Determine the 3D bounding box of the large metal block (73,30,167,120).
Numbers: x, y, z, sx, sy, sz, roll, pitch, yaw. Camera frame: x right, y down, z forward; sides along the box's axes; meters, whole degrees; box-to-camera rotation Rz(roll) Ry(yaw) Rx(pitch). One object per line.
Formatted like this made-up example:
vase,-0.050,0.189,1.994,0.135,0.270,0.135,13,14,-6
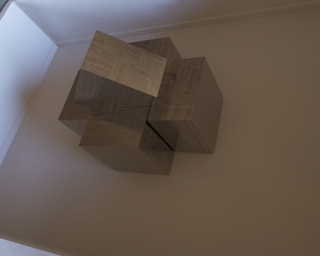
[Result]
large metal block,-0.048,-0.053,0.354,0.080,0.080,0.050,20,65,-13

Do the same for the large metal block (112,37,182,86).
large metal block,-0.012,-0.072,0.420,0.080,0.080,0.050,0,62,28

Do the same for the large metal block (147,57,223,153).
large metal block,0.034,-0.024,0.364,0.050,0.080,0.080,0,62,28

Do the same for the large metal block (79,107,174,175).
large metal block,-0.035,0.017,0.377,0.080,0.080,0.050,0,62,28

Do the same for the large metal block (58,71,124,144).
large metal block,-0.081,-0.027,0.429,0.050,0.080,0.080,0,62,28
